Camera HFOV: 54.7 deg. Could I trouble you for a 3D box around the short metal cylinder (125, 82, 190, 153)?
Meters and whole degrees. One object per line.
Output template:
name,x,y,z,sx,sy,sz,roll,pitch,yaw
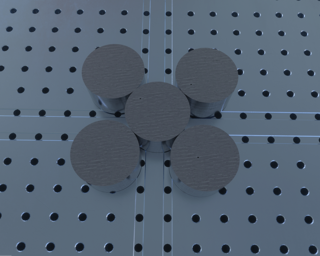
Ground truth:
short metal cylinder,-0.003,-0.013,0.403,0.081,0.050,0.080,0,70,0

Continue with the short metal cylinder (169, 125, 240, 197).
short metal cylinder,0.052,0.042,0.383,0.081,0.050,0.080,0,70,0

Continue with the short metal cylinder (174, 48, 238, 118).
short metal cylinder,0.060,-0.060,0.419,0.081,0.050,0.080,0,70,0

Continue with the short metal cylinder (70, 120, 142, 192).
short metal cylinder,-0.064,0.036,0.383,0.081,0.050,0.080,0,70,0

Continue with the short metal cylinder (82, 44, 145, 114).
short metal cylinder,-0.060,-0.066,0.421,0.081,0.050,0.080,0,70,0
